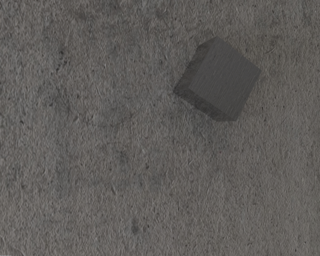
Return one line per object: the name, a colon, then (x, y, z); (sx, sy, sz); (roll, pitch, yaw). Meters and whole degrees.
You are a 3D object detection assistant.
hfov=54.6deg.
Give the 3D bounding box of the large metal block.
large metal block: (0.078, -0.064, 0.424); (0.080, 0.050, 0.080); (32, 80, -17)
